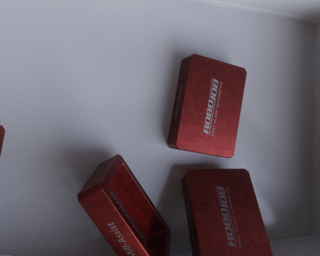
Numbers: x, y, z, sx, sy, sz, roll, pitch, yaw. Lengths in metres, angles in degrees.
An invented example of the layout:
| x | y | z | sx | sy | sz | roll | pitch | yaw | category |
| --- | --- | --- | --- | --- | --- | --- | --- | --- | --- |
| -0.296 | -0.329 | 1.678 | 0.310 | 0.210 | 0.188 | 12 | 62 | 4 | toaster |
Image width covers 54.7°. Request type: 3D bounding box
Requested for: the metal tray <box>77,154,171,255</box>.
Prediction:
| x | y | z | sx | sy | sz | roll | pitch | yaw | category |
| --- | --- | --- | --- | --- | --- | --- | --- | --- | --- |
| -0.035 | 0.104 | 0.362 | 0.030 | 0.090 | 0.130 | -29 | 101 | 13 | metal tray |

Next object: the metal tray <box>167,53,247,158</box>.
| x | y | z | sx | sy | sz | roll | pitch | yaw | category |
| --- | --- | --- | --- | --- | --- | --- | --- | --- | --- |
| 0.067 | -0.028 | 0.434 | 0.091 | 0.030 | 0.129 | 11 | 86 | -20 | metal tray |

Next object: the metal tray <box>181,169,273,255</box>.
| x | y | z | sx | sy | sz | roll | pitch | yaw | category |
| --- | --- | --- | --- | --- | --- | --- | --- | --- | --- |
| 0.083 | 0.117 | 0.398 | 0.091 | 0.030 | 0.130 | 1 | 55 | -13 | metal tray |

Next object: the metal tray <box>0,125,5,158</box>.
| x | y | z | sx | sy | sz | roll | pitch | yaw | category |
| --- | --- | --- | --- | --- | --- | --- | --- | --- | --- |
| -0.209 | 0.055 | 0.300 | 0.030 | 0.090 | 0.129 | 8 | 87 | 23 | metal tray |
